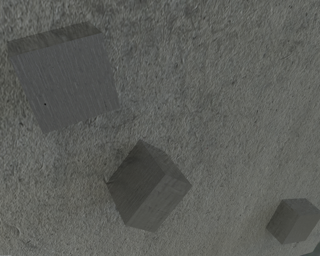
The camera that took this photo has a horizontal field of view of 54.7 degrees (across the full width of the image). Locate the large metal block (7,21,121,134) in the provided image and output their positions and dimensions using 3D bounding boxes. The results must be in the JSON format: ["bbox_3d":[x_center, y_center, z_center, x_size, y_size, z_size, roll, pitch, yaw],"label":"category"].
[{"bbox_3d":[-0.093,-0.052,0.308,0.081,0.050,0.080,-21,127,-16],"label":"large metal block"}]

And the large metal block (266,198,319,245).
[{"bbox_3d":[0.292,0.202,0.675,0.081,0.050,0.079,6,116,-31],"label":"large metal block"}]

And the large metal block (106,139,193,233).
[{"bbox_3d":[-0.017,0.075,0.408,0.050,0.080,0.080,30,102,-38],"label":"large metal block"}]
